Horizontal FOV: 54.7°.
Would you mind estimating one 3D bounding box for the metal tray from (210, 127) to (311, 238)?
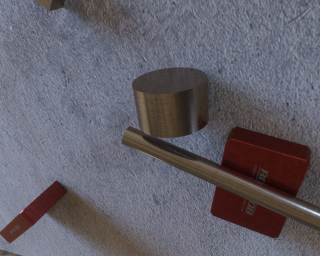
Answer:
[{"bbox_3d":[0.119,0.070,0.384,0.090,0.030,0.129,17,125,18],"label":"metal tray"}]

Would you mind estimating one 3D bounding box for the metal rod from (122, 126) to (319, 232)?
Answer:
[{"bbox_3d":[0.093,0.066,0.358,0.301,0.025,0.025,23,127,14],"label":"metal rod"}]

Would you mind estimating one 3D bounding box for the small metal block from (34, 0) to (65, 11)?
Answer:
[{"bbox_3d":[-0.137,-0.177,0.368,0.050,0.025,0.050,37,129,3],"label":"small metal block"}]

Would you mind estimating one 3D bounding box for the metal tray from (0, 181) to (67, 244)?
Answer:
[{"bbox_3d":[-0.240,0.160,0.586,0.030,0.090,0.129,47,129,-5],"label":"metal tray"}]

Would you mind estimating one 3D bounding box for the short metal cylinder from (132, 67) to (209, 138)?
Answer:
[{"bbox_3d":[0.013,-0.031,0.345,0.080,0.080,0.050,6,121,24],"label":"short metal cylinder"}]
